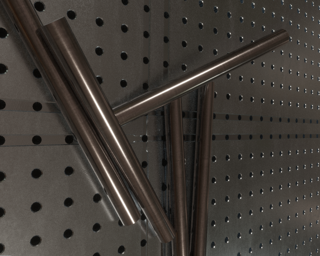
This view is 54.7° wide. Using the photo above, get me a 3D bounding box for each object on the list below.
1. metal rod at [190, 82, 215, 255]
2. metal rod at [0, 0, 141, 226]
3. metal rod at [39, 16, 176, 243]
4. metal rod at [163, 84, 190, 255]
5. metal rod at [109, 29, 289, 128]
[{"bbox_3d":[0.062,0.080,0.463,0.025,0.025,0.298,6,86,-40],"label":"metal rod"},{"bbox_3d":[-0.092,-0.018,0.333,0.025,0.025,0.299,-37,113,-34],"label":"metal rod"},{"bbox_3d":[-0.045,0.024,0.352,0.025,0.025,0.299,-42,122,-32],"label":"metal rod"},{"bbox_3d":[0.024,0.088,0.431,0.025,0.025,0.298,-6,94,-40],"label":"metal rod"},{"bbox_3d":[0.064,-0.073,0.417,0.302,0.025,0.025,-28,109,-22],"label":"metal rod"}]
